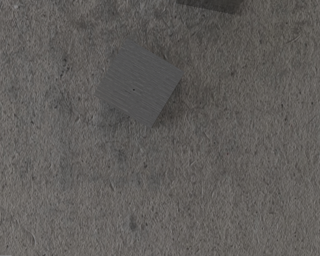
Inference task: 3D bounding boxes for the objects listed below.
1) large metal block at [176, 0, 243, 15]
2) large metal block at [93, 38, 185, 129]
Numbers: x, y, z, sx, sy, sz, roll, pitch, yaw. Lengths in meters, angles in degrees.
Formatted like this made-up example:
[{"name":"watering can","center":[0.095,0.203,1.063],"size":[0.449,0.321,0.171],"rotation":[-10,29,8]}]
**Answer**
[{"name":"large metal block","center":[0.069,-0.201,0.398],"size":[0.080,0.050,0.080],"rotation":[11,90,0]},{"name":"large metal block","center":[-0.025,-0.054,0.397],"size":[0.080,0.050,0.080],"rotation":[31,90,0]}]
